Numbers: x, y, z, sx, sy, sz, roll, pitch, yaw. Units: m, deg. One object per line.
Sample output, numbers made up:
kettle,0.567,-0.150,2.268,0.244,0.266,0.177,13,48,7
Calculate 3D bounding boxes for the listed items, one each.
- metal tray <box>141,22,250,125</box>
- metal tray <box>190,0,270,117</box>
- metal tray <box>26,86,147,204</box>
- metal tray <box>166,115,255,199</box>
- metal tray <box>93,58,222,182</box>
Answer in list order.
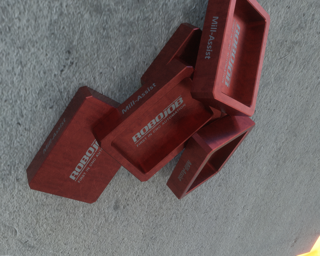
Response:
metal tray,0.051,-0.059,0.398,0.131,0.030,0.090,30,101,-38
metal tray,0.084,-0.086,0.356,0.091,0.030,0.129,17,82,-46
metal tray,-0.086,0.025,0.373,0.090,0.030,0.130,28,103,-38
metal tray,0.066,0.038,0.422,0.091,0.030,0.129,-27,154,-32
metal tray,0.000,-0.006,0.364,0.130,0.030,0.090,-41,130,0
